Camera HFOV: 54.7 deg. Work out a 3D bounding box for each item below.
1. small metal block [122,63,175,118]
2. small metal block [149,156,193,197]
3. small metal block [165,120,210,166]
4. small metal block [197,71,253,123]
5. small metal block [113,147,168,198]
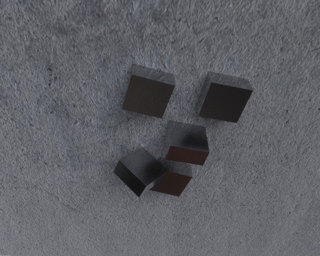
[{"bbox_3d":[-0.014,-0.043,0.370,0.050,0.025,0.050,13,129,-11],"label":"small metal block"},{"bbox_3d":[0.015,0.075,0.471,0.050,0.025,0.050,16,128,-14],"label":"small metal block"},{"bbox_3d":[0.034,0.019,0.407,0.050,0.050,0.025,10,129,-9],"label":"small metal block"},{"bbox_3d":[0.077,-0.037,0.377,0.050,0.025,0.050,10,130,-9],"label":"small metal block"},{"bbox_3d":[-0.026,0.059,0.428,0.050,0.050,0.025,42,128,15],"label":"small metal block"}]
